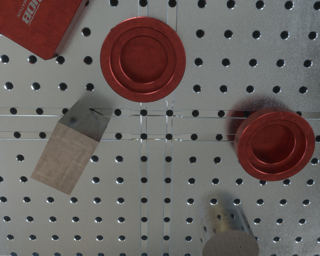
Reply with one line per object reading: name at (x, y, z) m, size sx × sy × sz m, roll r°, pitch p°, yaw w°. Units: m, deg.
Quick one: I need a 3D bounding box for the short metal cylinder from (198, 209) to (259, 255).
short metal cylinder at (0.100, 0.169, 0.463) m, size 0.081 × 0.050 × 0.079 m, roll 0°, pitch 110°, yaw 0°

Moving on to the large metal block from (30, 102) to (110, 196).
large metal block at (-0.110, 0.023, 0.391) m, size 0.050 × 0.080 × 0.080 m, roll 28°, pitch 108°, yaw -10°

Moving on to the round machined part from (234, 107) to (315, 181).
round machined part at (0.148, 0.018, 0.412) m, size 0.099 × 0.042 × 0.097 m, roll 0°, pitch 110°, yaw 0°

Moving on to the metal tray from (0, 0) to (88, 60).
metal tray at (-0.133, -0.156, 0.352) m, size 0.090 × 0.030 × 0.129 m, roll 32°, pitch 107°, yaw -11°

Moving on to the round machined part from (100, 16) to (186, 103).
round machined part at (-0.019, -0.083, 0.373) m, size 0.099 × 0.042 × 0.097 m, roll 0°, pitch 110°, yaw 0°
